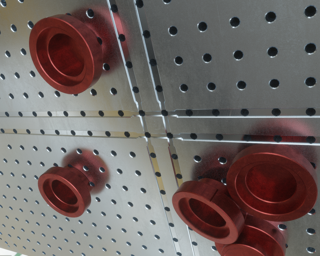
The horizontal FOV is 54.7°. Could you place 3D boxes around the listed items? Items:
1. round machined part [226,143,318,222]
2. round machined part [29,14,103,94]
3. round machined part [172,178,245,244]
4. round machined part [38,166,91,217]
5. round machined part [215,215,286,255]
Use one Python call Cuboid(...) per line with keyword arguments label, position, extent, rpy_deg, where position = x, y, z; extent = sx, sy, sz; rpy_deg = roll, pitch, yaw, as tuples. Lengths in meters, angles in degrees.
Cuboid(label="round machined part", position=(0.132, 0.059, 0.367), extent=(0.098, 0.042, 0.097), rpy_deg=(13, 123, 20))
Cuboid(label="round machined part", position=(-0.115, -0.096, 0.399), extent=(0.098, 0.042, 0.097), rpy_deg=(13, 124, 20))
Cuboid(label="round machined part", position=(0.068, 0.106, 0.418), extent=(0.098, 0.042, 0.097), rpy_deg=(27, 142, 23))
Cuboid(label="round machined part", position=(-0.163, 0.108, 0.550), extent=(0.098, 0.042, 0.097), rpy_deg=(13, 124, 20))
Cuboid(label="round machined part", position=(0.125, 0.175, 0.442), extent=(0.098, 0.042, 0.097), rpy_deg=(13, 124, 20))
